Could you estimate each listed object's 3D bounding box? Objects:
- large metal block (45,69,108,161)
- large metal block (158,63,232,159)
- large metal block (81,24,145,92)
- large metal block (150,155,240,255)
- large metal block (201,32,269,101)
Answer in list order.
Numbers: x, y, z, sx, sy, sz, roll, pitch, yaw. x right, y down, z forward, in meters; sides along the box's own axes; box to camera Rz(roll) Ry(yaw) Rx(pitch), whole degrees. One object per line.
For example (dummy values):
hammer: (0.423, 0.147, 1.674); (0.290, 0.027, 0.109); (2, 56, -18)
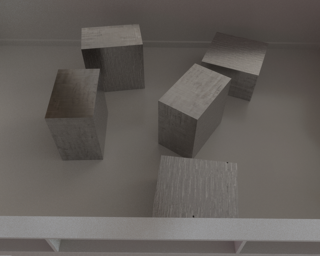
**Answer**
large metal block: (-0.097, -0.016, 0.381); (0.050, 0.080, 0.080); (-1, 50, -1)
large metal block: (0.041, -0.019, 0.386); (0.050, 0.080, 0.080); (28, 55, 21)
large metal block: (-0.066, -0.100, 0.453); (0.081, 0.080, 0.050); (-6, 51, -6)
large metal block: (0.036, 0.079, 0.323); (0.080, 0.050, 0.080); (6, 50, 4)
large metal block: (0.111, -0.095, 0.470); (0.080, 0.050, 0.080); (18, 52, 14)
